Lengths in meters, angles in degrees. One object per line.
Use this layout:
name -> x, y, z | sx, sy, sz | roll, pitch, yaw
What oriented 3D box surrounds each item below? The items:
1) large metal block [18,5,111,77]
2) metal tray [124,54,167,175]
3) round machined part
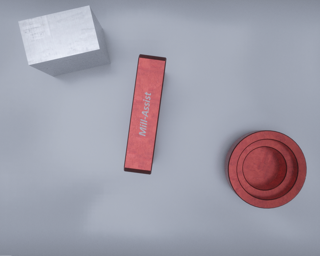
large metal block -> -0.112, -0.103, 0.382 | 0.080, 0.080, 0.050 | -13, 90, 0
metal tray -> -0.016, -0.015, 0.378 | 0.030, 0.090, 0.129 | 8, 90, 0
round machined part -> 0.133, 0.051, 0.405 | 0.099, 0.042, 0.097 | 0, 90, -1
